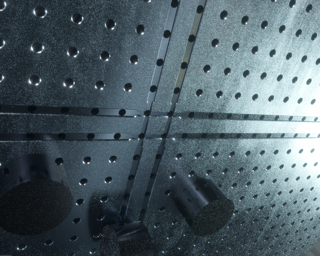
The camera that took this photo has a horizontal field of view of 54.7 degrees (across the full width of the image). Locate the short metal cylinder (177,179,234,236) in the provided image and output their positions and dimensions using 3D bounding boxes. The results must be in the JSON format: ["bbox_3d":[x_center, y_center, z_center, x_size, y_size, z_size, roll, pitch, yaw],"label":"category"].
[{"bbox_3d":[0.076,0.133,0.519,0.081,0.050,0.079,-14,124,-21],"label":"short metal cylinder"}]

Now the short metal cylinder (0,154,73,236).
[{"bbox_3d":[-0.148,0.077,0.362,0.081,0.050,0.079,-14,124,-21],"label":"short metal cylinder"}]

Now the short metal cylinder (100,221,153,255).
[{"bbox_3d":[-0.052,0.182,0.460,0.050,0.080,0.079,3,117,-30],"label":"short metal cylinder"}]
